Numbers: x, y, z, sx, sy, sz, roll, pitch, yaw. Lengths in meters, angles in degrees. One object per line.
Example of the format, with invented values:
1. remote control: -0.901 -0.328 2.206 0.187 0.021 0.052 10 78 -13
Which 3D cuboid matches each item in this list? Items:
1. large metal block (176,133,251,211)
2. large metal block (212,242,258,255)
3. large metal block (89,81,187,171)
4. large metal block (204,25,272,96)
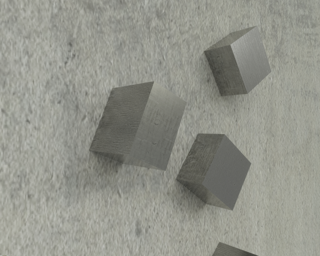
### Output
1. large metal block: 0.082 0.064 0.460 0.080 0.050 0.080 43 64 -32
2. large metal block: 0.115 0.232 0.469 0.080 0.080 0.050 -52 121 -27
3. large metal block: -0.026 -0.002 0.349 0.050 0.080 0.080 29 72 -37
4. large metal block: 0.127 -0.107 0.498 0.080 0.050 0.080 -39 114 -33
